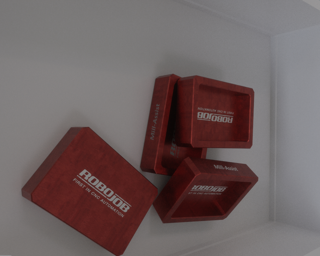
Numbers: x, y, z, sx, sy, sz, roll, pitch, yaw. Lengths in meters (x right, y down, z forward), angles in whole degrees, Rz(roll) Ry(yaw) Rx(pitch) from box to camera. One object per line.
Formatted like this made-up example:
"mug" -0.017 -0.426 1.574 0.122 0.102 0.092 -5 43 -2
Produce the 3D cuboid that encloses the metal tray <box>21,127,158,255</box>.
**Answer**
"metal tray" -0.070 0.071 0.345 0.130 0.030 0.090 47 62 -30

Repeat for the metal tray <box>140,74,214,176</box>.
"metal tray" 0.027 0.001 0.425 0.091 0.030 0.129 16 80 -39

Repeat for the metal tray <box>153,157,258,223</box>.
"metal tray" 0.065 0.087 0.426 0.131 0.030 0.089 11 120 -39

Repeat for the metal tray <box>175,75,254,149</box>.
"metal tray" 0.080 -0.017 0.430 0.131 0.030 0.089 4 88 -40
